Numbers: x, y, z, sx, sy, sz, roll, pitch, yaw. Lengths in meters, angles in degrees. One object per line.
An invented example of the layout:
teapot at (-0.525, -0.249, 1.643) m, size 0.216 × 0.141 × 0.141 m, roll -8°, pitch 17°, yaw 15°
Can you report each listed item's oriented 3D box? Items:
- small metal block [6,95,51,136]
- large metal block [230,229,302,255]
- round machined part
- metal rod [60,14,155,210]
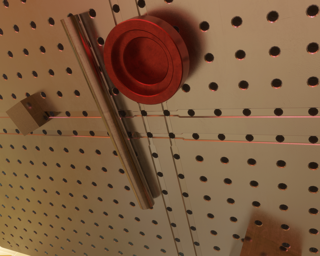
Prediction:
small metal block at (-0.219, -0.020, 0.515) m, size 0.050 × 0.025 × 0.050 m, roll -23°, pitch 106°, yaw 36°
large metal block at (0.144, 0.206, 0.447) m, size 0.080 × 0.050 × 0.079 m, roll 25°, pitch 127°, yaw 13°
round machined part at (-0.012, -0.079, 0.357) m, size 0.098 × 0.042 × 0.097 m, roll 13°, pitch 124°, yaw 21°
metal rod at (-0.066, -0.008, 0.441) m, size 0.025 × 0.025 × 0.298 m, roll -6°, pitch 116°, yaw 31°
